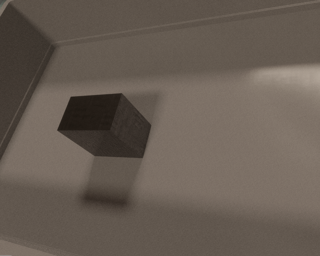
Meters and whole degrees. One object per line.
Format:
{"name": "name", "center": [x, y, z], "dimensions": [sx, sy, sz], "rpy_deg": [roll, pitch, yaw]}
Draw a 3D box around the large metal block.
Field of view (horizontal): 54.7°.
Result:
{"name": "large metal block", "center": [-0.069, 0.000, 0.406], "dimensions": [0.080, 0.080, 0.050], "rpy_deg": [-1, 62, 27]}
